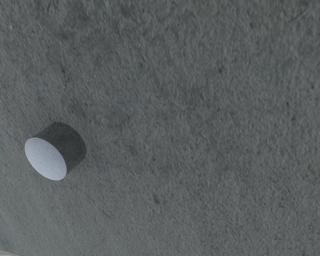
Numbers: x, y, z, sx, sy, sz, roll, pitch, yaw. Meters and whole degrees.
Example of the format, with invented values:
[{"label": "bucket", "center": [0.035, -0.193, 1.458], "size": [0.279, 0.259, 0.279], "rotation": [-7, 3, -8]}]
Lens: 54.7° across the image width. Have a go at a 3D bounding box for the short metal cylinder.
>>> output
[{"label": "short metal cylinder", "center": [-0.168, 0.037, 0.499], "size": [0.080, 0.050, 0.079], "rotation": [13, 124, 20]}]
